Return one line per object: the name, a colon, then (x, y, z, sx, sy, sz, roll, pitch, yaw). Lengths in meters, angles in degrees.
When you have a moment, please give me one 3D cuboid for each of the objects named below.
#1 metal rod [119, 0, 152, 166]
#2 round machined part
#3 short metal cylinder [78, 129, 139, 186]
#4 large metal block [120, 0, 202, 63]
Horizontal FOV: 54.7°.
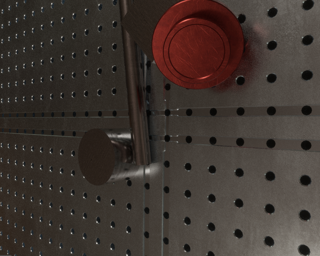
metal rod: (-0.039, -0.097, 0.438, 0.025, 0.025, 0.298, -9, 84, 39)
round machined part: (0.039, -0.086, 0.330, 0.099, 0.042, 0.097, 3, 120, 6)
short metal cylinder: (-0.074, 0.040, 0.452, 0.080, 0.050, 0.079, 0, 90, 39)
large metal block: (0.008, -0.133, 0.384, 0.080, 0.050, 0.080, -50, 61, 28)
